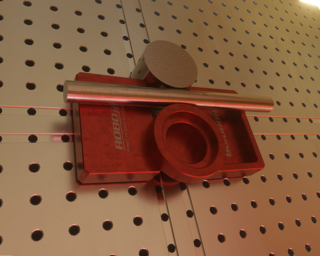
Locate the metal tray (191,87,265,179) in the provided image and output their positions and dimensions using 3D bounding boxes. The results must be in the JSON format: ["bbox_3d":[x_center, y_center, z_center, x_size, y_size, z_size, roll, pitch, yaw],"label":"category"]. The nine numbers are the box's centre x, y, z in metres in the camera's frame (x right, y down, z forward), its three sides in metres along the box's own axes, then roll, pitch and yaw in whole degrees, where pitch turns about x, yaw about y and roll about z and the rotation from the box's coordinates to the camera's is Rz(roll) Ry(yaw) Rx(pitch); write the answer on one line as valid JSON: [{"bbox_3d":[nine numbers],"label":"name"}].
[{"bbox_3d":[0.087,0.005,0.444,0.091,0.030,0.130,1,61,-28],"label":"metal tray"}]

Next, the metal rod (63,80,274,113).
[{"bbox_3d":[0.032,-0.038,0.404,0.303,0.025,0.025,1,62,-28],"label":"metal rod"}]

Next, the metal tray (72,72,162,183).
[{"bbox_3d":[-0.054,-0.002,0.371,0.091,0.030,0.130,3,61,-27],"label":"metal tray"}]

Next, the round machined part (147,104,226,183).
[{"bbox_3d":[0.029,0.022,0.383,0.099,0.042,0.098,14,56,-21],"label":"round machined part"}]

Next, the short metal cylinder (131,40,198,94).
[{"bbox_3d":[0.005,-0.076,0.436,0.081,0.050,0.080,14,56,-21],"label":"short metal cylinder"}]
